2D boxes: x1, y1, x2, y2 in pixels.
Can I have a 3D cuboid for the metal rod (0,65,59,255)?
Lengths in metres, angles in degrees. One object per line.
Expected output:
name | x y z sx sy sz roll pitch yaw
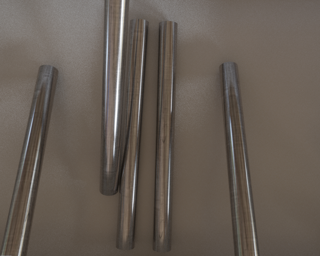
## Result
metal rod | -0.148 0.058 0.347 0.025 0.025 0.299 0 64 0

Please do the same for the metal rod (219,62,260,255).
metal rod | 0.090 0.055 0.351 0.025 0.025 0.299 1 65 0

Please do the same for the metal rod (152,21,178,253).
metal rod | 0.007 0.011 0.411 0.025 0.025 0.298 2 90 0

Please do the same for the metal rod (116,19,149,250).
metal rod | -0.037 0.008 0.410 0.025 0.025 0.298 4 90 0

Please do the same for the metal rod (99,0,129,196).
metal rod | -0.053 -0.052 0.351 0.025 0.025 0.298 6 114 0
